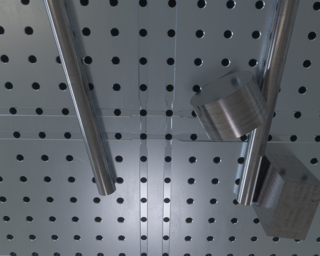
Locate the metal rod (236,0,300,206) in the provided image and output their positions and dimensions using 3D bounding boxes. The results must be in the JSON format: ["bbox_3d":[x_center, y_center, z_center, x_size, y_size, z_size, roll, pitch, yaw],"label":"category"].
[{"bbox_3d":[0.138,-0.033,0.402,0.025,0.025,0.298,5,110,-2],"label":"metal rod"}]

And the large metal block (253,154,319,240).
[{"bbox_3d":[0.166,0.090,0.419,0.050,0.080,0.079,8,110,-3],"label":"large metal block"}]

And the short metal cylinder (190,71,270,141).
[{"bbox_3d":[0.084,-0.027,0.375,0.080,0.080,0.050,-27,108,9],"label":"short metal cylinder"}]

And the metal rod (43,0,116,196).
[{"bbox_3d":[-0.102,-0.047,0.394,0.025,0.025,0.298,-10,110,3],"label":"metal rod"}]
